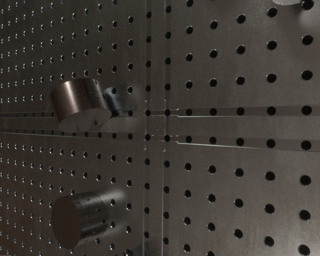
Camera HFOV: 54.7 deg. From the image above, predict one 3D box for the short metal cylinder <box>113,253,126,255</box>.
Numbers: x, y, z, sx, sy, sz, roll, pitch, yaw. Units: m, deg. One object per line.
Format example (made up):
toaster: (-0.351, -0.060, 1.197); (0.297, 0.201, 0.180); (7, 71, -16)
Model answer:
short metal cylinder: (-0.076, 0.219, 0.434); (0.080, 0.081, 0.050); (-45, 64, 30)

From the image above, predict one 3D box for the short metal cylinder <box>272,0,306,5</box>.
short metal cylinder: (0.127, -0.154, 0.268); (0.080, 0.081, 0.050); (-27, 73, 36)

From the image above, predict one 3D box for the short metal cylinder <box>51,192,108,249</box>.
short metal cylinder: (-0.130, 0.146, 0.498); (0.080, 0.050, 0.079); (0, 90, 39)

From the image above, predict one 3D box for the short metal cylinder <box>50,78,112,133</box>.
short metal cylinder: (-0.120, -0.032, 0.470); (0.080, 0.081, 0.050); (-33, 70, 35)
